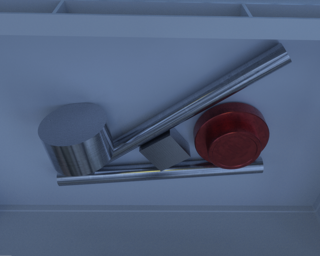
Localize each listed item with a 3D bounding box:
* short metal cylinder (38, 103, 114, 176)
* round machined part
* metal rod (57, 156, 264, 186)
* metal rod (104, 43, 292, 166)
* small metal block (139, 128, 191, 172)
[{"bbox_3d":[-0.101,0.013,0.381,0.080,0.080,0.050,-4,130,3],"label":"short metal cylinder"},{"bbox_3d":[0.095,0.017,0.410,0.099,0.042,0.097,-1,130,0],"label":"round machined part"},{"bbox_3d":[-0.001,0.065,0.462,0.302,0.025,0.025,-4,130,3],"label":"metal rod"},{"bbox_3d":[0.017,-0.015,0.395,0.300,0.025,0.025,-29,125,22],"label":"metal rod"},{"bbox_3d":[0.007,0.028,0.430,0.050,0.025,0.050,-29,125,22],"label":"small metal block"}]
